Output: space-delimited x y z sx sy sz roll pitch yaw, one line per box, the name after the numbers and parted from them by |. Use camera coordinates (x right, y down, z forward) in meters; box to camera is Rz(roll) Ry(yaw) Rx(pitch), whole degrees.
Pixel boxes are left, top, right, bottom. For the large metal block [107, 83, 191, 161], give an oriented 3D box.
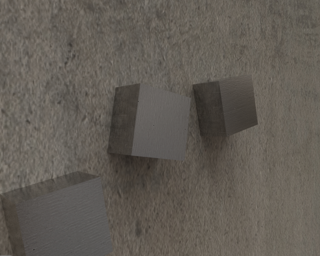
-0.012 -0.004 0.380 0.081 0.050 0.080 11 83 -40 | large metal block

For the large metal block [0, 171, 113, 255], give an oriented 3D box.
-0.100 0.095 0.306 0.081 0.050 0.079 -14 99 -39 | large metal block

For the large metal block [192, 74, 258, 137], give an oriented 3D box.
0.102 -0.035 0.476 0.081 0.050 0.079 -17 101 -39 | large metal block
